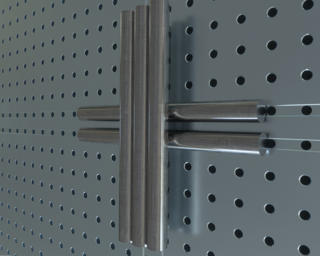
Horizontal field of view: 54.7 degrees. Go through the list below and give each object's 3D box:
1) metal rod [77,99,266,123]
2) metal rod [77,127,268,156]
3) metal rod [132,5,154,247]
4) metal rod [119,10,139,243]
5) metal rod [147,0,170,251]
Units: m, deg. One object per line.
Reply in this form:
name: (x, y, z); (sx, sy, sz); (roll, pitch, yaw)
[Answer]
metal rod: (-0.011, -0.021, 0.417); (0.300, 0.025, 0.025); (1, 91, 39)
metal rod: (-0.009, 0.014, 0.415); (0.300, 0.025, 0.025); (1, 91, 39)
metal rod: (-0.021, -0.002, 0.393); (0.025, 0.025, 0.298); (1, 91, 39)
metal rod: (-0.041, -0.002, 0.409); (0.025, 0.025, 0.298); (1, 91, 39)
metal rod: (-0.002, -0.004, 0.377); (0.025, 0.025, 0.298); (1, 91, 39)
